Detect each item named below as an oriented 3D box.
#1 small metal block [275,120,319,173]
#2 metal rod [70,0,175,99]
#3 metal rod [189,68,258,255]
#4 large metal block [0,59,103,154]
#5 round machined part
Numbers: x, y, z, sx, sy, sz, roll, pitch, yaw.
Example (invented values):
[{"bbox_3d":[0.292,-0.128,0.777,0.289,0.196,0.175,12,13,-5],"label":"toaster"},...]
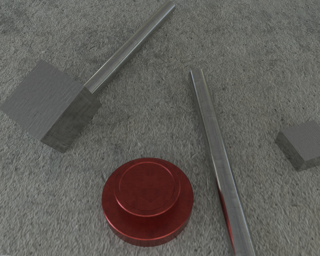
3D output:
[{"bbox_3d":[0.183,0.022,0.387,0.050,0.025,0.050,-15,52,-13],"label":"small metal block"},{"bbox_3d":[-0.049,-0.133,0.514,0.025,0.025,0.301,21,53,16],"label":"metal rod"},{"bbox_3d":[0.070,0.033,0.376,0.025,0.025,0.300,-4,50,-4],"label":"metal rod"},{"bbox_3d":[-0.136,-0.027,0.391,0.080,0.050,0.080,32,80,24],"label":"large metal block"},{"bbox_3d":[-0.013,0.071,0.332,0.099,0.042,0.098,0,50,0],"label":"round machined part"}]
